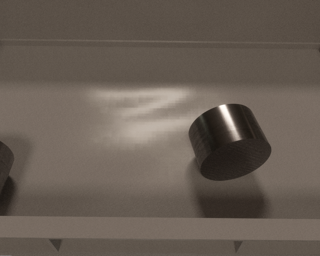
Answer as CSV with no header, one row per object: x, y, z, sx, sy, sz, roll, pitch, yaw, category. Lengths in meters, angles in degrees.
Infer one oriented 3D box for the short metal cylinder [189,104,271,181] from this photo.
0.078,0.018,0.355,0.081,0.080,0.050,-9,51,-8,short metal cylinder

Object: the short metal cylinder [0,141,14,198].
-0.205,0.045,0.329,0.081,0.080,0.050,0,50,0,short metal cylinder

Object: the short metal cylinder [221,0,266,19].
0.161,-0.258,0.591,0.080,0.080,0.050,11,51,9,short metal cylinder
